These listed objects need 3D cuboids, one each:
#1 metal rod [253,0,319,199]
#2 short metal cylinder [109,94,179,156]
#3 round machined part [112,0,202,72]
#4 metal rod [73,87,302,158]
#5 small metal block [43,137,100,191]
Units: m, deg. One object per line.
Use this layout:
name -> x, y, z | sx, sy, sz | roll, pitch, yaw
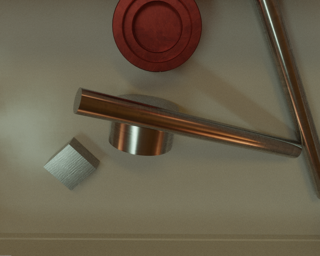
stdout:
metal rod -> 0.180, -0.030, 0.402 | 0.025, 0.025, 0.299 | -23, 109, 8
short metal cylinder -> -0.021, -0.006, 0.380 | 0.081, 0.080, 0.050 | 8, 110, -4
round machined part -> -0.003, -0.117, 0.359 | 0.099, 0.042, 0.097 | 0, 110, -1
metal rod -> 0.055, 0.002, 0.355 | 0.302, 0.025, 0.025 | 12, 111, -28
small metal block -> -0.121, 0.050, 0.428 | 0.050, 0.025, 0.050 | -40, 106, 13
